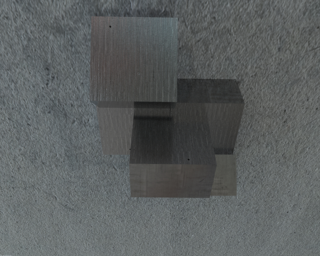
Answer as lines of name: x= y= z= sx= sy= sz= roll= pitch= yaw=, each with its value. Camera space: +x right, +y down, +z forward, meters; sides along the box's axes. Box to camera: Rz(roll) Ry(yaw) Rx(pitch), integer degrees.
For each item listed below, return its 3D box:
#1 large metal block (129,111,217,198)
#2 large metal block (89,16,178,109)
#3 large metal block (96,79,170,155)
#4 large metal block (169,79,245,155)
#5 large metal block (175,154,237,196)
large metal block: x=0.011 y=0.026 z=0.330 sx=0.081 sy=0.080 sz=0.050 roll=1 pitch=130 yaw=-1
large metal block: x=-0.024 y=-0.063 z=0.311 sx=0.081 sy=0.050 sz=0.080 roll=1 pitch=86 yaw=-1
large metal block: x=-0.030 y=-0.013 z=0.379 sx=0.081 sy=0.050 sz=0.079 roll=1 pitch=130 yaw=-1
large metal block: x=0.051 y=-0.013 z=0.380 sx=0.081 sy=0.050 sz=0.079 roll=1 pitch=130 yaw=-1
large metal block: x=0.052 y=0.060 z=0.416 sx=0.081 sy=0.080 sz=0.050 roll=0 pitch=86 yaw=-1
